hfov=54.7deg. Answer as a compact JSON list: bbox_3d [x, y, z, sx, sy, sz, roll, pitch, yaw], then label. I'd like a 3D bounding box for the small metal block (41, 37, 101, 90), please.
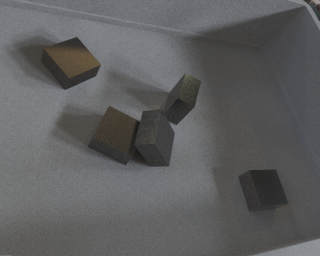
[{"bbox_3d":[-0.114,-0.083,0.396,0.050,0.025,0.050,49,51,6],"label":"small metal block"}]

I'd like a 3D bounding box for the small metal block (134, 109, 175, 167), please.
[{"bbox_3d":[-0.005,0.013,0.379,0.050,0.025,0.050,60,33,-47],"label":"small metal block"}]

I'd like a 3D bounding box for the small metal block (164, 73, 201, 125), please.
[{"bbox_3d":[0.030,-0.040,0.432,0.025,0.050,0.050,27,52,-12],"label":"small metal block"}]

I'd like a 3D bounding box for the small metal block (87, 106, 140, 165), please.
[{"bbox_3d":[-0.051,0.009,0.374,0.050,0.025,0.050,28,52,-11],"label":"small metal block"}]

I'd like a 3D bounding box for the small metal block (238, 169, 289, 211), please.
[{"bbox_3d":[0.144,0.086,0.433,0.050,0.025,0.050,3,60,-27],"label":"small metal block"}]
